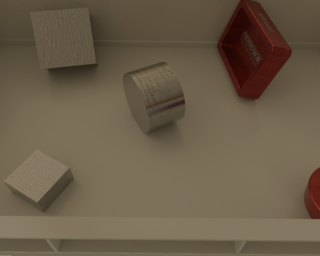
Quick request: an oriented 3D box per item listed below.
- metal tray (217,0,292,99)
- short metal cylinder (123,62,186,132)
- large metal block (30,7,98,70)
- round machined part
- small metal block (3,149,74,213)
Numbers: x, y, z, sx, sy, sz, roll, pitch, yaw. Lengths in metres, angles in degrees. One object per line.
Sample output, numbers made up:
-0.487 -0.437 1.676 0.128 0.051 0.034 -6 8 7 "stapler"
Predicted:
0.133 -0.118 0.460 0.030 0.089 0.130 6 48 -19 "metal tray"
-0.009 -0.040 0.403 0.050 0.080 0.080 -21 54 -17 "short metal cylinder"
-0.142 -0.133 0.471 0.081 0.079 0.050 -8 10 -7 "large metal block"
0.200 0.084 0.318 0.099 0.042 0.098 -1 39 1 "round machined part"
-0.137 0.059 0.353 0.050 0.025 0.050 25 54 19 "small metal block"
